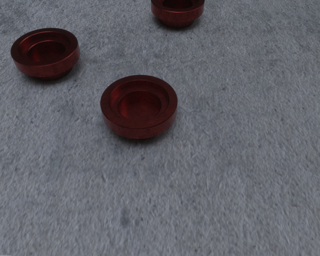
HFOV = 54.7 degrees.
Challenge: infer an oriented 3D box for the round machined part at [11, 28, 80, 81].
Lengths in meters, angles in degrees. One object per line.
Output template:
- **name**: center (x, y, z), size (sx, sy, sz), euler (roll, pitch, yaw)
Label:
- **round machined part**: center (-0.174, -0.111, 0.483), size (0.099, 0.042, 0.098), euler (0, 50, 0)

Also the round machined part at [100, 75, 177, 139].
- **round machined part**: center (-0.027, -0.023, 0.411), size (0.099, 0.042, 0.098), euler (0, 50, 0)

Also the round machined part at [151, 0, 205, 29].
- **round machined part**: center (0.032, -0.223, 0.580), size (0.099, 0.042, 0.098), euler (0, 50, 0)
